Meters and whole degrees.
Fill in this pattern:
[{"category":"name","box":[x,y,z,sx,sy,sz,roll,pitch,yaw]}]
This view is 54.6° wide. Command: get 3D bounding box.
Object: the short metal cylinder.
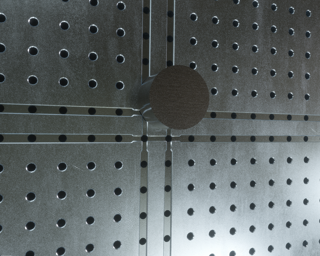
[{"category":"short metal cylinder","box":[0.017,-0.038,0.405,0.081,0.050,0.080,0,90,-20]}]
